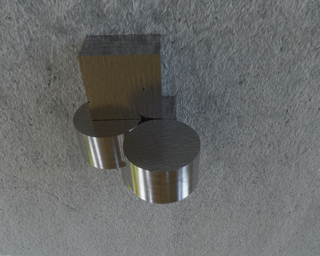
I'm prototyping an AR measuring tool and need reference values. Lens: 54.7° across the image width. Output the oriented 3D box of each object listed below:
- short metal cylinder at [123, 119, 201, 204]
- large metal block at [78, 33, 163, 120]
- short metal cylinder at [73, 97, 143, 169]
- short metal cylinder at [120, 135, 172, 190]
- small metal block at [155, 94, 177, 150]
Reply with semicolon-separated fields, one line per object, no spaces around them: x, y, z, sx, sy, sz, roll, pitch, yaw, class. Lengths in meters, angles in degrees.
0.003;0.034;0.337;0.080;0.080;0.050;-2;130;1;short metal cylinder
-0.039;-0.056;0.345;0.080;0.050;0.079;-2;130;1;large metal block
-0.059;0.003;0.376;0.080;0.080;0.050;-2;130;1;short metal cylinder
-0.013;0.041;0.408;0.081;0.080;0.050;0;130;0;short metal cylinder
0.006;-0.008;0.389;0.025;0.050;0.050;1;130;-1;small metal block
